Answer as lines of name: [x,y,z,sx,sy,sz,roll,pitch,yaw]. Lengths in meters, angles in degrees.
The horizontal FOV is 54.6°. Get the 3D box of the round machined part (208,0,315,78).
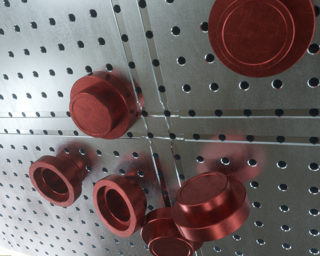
round machined part: [0.092,-0.094,0.294,0.098,0.042,0.097,13,124,21]

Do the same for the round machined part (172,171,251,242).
round machined part: [0.059,0.091,0.389,0.098,0.098,0.042,-13,111,34]

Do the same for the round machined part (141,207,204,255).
round machined part: [0.019,0.170,0.478,0.098,0.042,0.097,4,128,6]

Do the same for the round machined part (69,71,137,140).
round machined part: [-0.085,-0.025,0.430,0.098,0.042,0.097,13,124,21]

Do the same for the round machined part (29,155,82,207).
round machined part: [-0.179,0.089,0.551,0.098,0.042,0.097,13,124,21]

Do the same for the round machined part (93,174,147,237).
round machined part: [-0.059,0.119,0.494,0.098,0.042,0.097,16,116,36]
